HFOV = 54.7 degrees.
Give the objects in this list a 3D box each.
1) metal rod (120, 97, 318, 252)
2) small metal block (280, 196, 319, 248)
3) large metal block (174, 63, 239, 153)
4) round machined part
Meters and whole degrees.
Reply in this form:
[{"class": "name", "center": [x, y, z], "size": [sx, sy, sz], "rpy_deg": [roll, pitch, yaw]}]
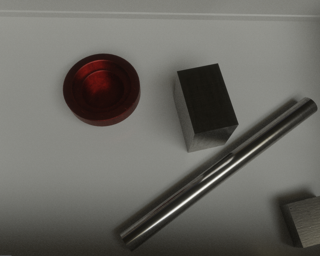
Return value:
[{"class": "metal rod", "center": [0.082, 0.051, 0.391], "size": [0.301, 0.025, 0.025], "rpy_deg": [-34, 74, -12]}, {"class": "small metal block", "center": [0.181, 0.111, 0.371], "size": [0.050, 0.025, 0.050], "rpy_deg": [-12, 71, -5]}, {"class": "large metal block", "center": [0.053, -0.022, 0.389], "size": [0.050, 0.080, 0.080], "rpy_deg": [-12, 71, -5]}, {"class": "round machined part", "center": [-0.075, -0.047, 0.417], "size": [0.099, 0.042, 0.098], "rpy_deg": [0, 70, -1]}]
